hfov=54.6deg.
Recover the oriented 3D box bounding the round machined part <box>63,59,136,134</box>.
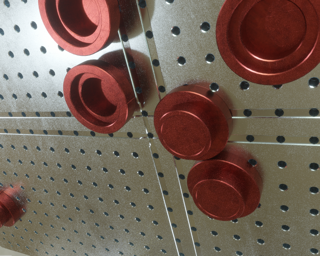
[{"bbox_3d":[-0.076,-0.044,0.413,0.098,0.042,0.097,13,124,21],"label":"round machined part"}]

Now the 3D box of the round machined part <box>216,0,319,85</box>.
[{"bbox_3d":[0.105,-0.093,0.288,0.098,0.042,0.097,13,124,21],"label":"round machined part"}]

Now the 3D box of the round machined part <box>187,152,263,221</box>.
[{"bbox_3d":[0.081,0.083,0.409,0.098,0.042,0.097,13,124,21],"label":"round machined part"}]

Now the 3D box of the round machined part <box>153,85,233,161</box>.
[{"bbox_3d":[0.036,0.000,0.382,0.098,0.042,0.097,13,124,21],"label":"round machined part"}]

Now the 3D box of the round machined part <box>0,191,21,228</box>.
[{"bbox_3d":[-0.379,0.194,0.722,0.098,0.042,0.097,13,124,21],"label":"round machined part"}]

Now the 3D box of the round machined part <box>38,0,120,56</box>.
[{"bbox_3d":[-0.089,-0.138,0.363,0.098,0.042,0.097,13,124,21],"label":"round machined part"}]
